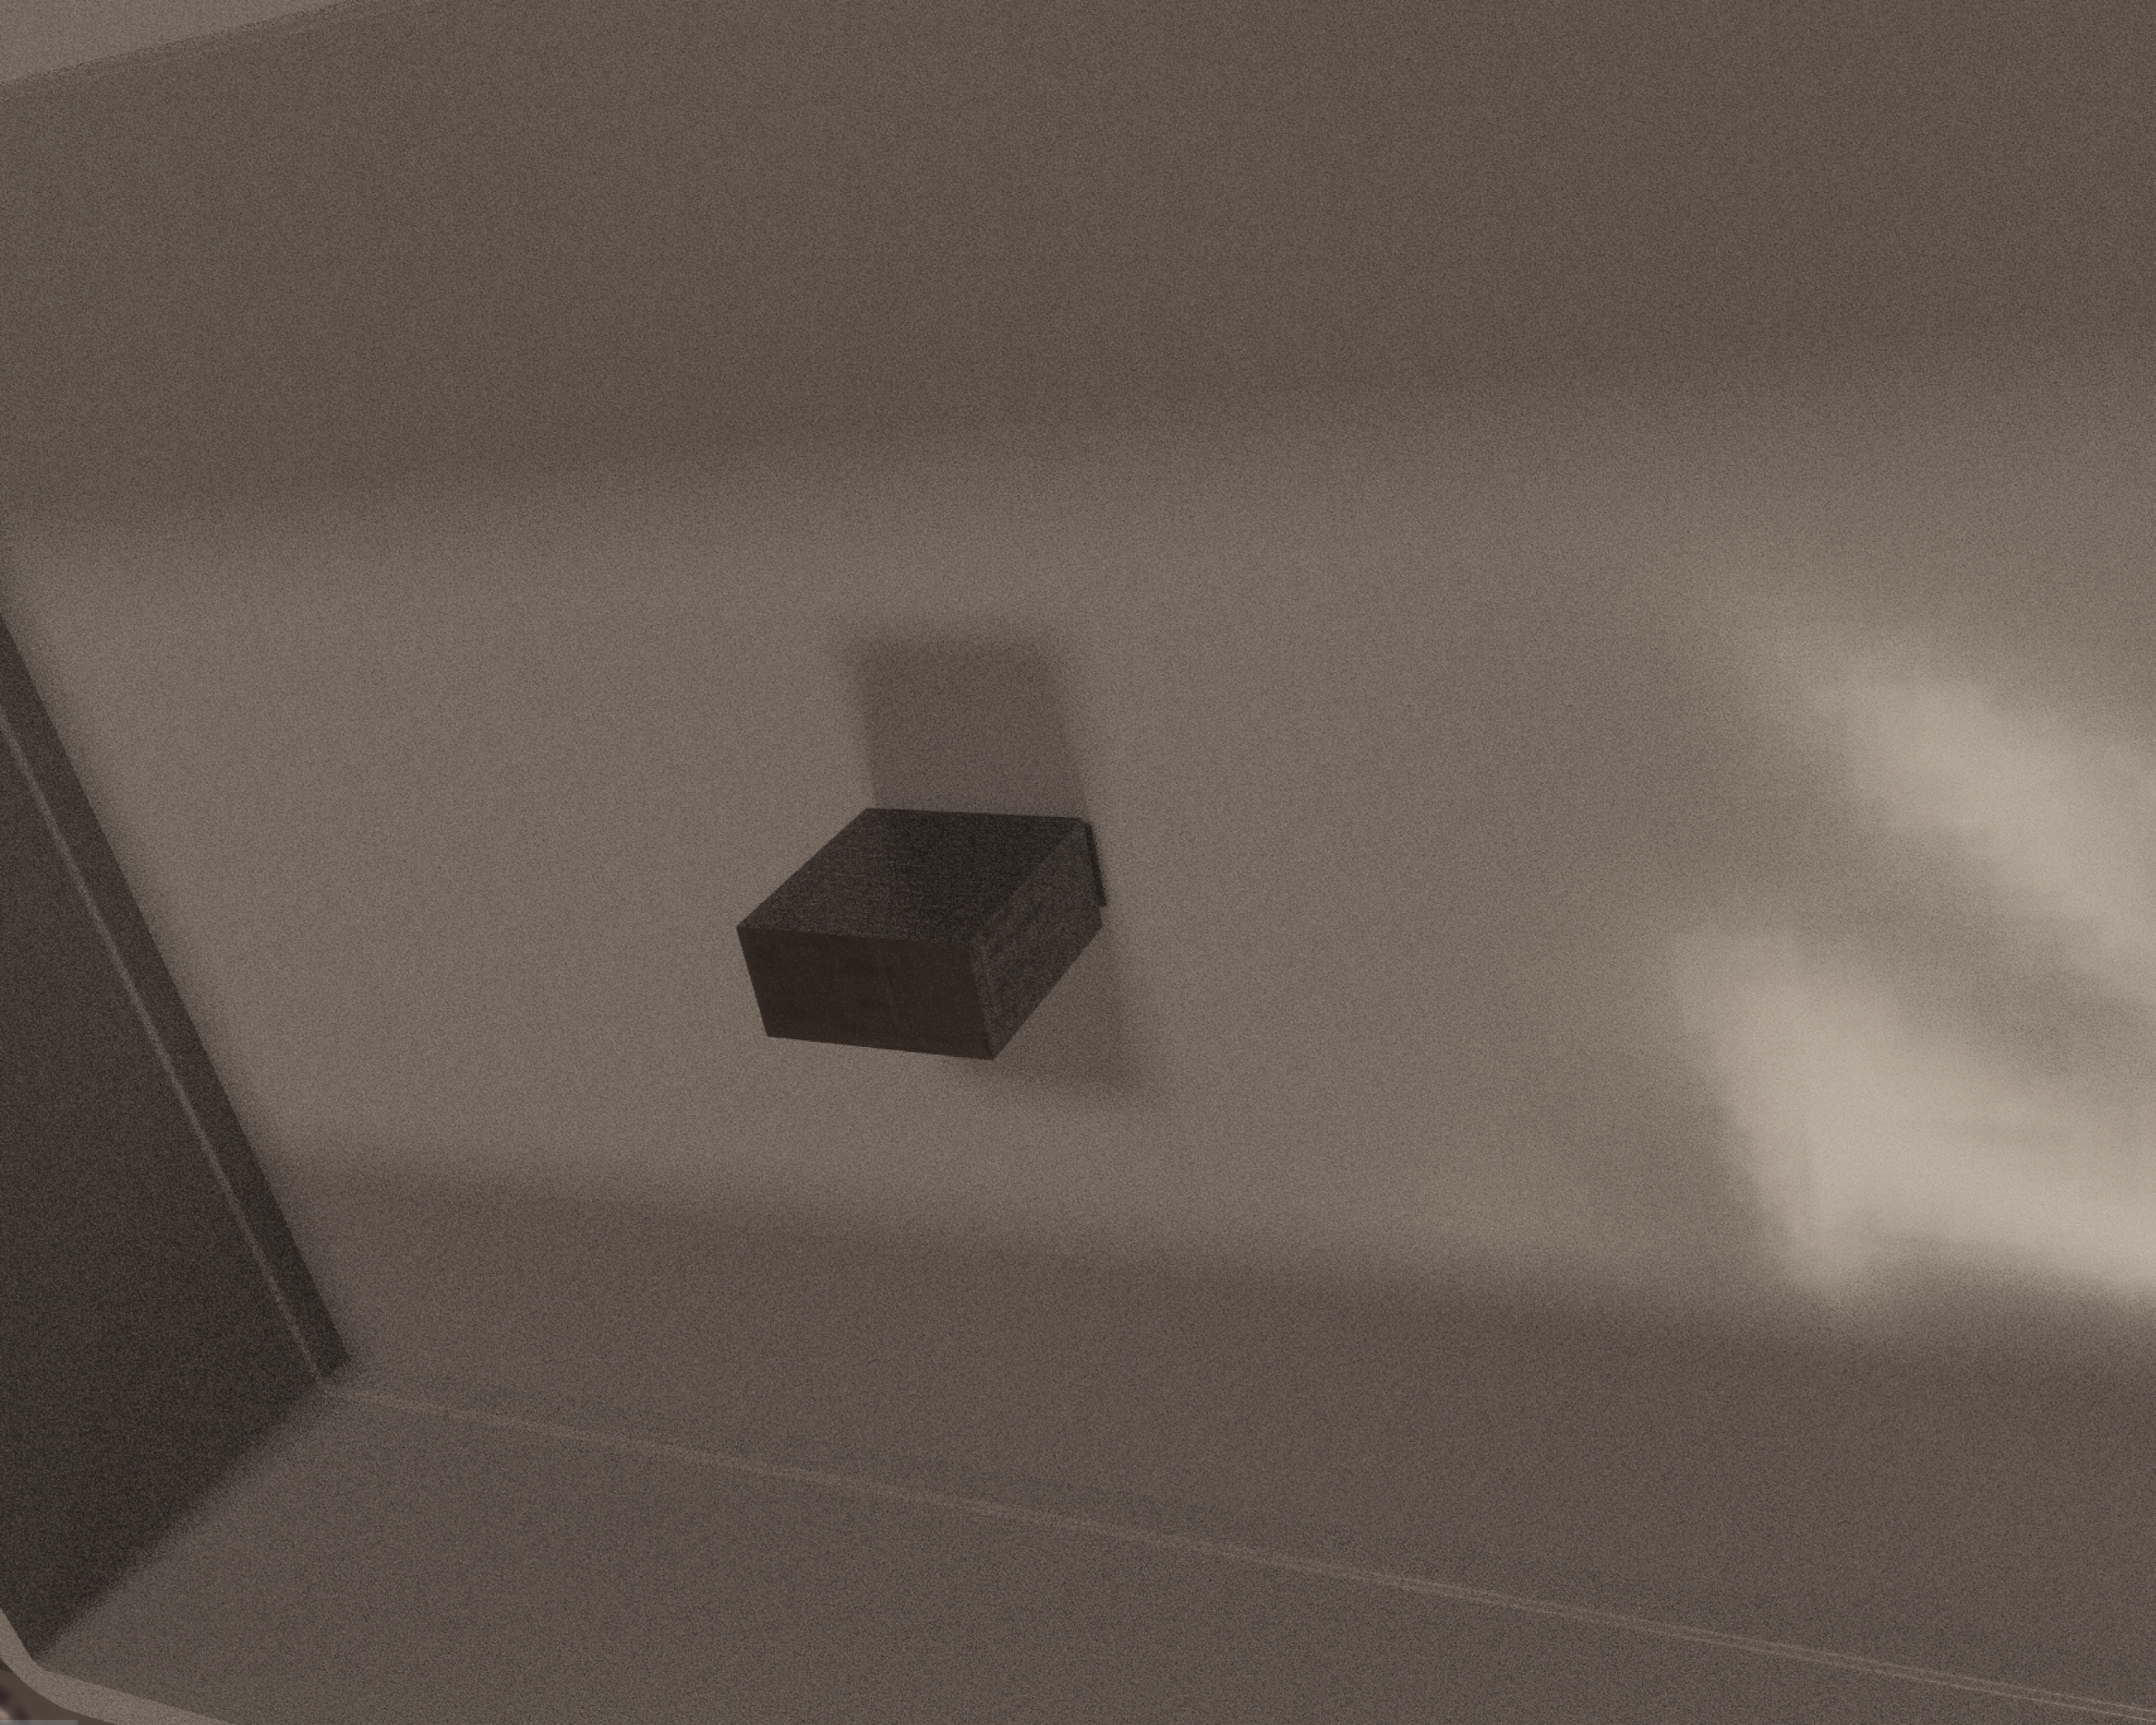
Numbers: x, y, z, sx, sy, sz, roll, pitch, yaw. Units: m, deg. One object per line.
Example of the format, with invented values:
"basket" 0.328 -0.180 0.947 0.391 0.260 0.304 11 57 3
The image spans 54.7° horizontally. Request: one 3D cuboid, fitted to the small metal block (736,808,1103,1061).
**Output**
"small metal block" -0.030 0.013 0.410 0.050 0.050 0.025 3 120 26
